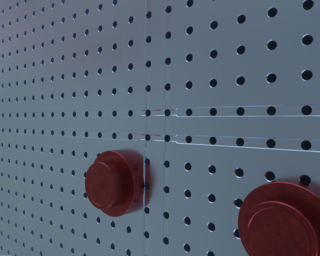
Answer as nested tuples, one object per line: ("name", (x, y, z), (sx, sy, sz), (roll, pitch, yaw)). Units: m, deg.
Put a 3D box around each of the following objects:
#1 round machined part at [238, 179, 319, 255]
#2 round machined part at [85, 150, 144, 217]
("round machined part", (0.120, 0.101, 0.298), (0.098, 0.042, 0.097), (0, 90, 39))
("round machined part", (-0.073, 0.082, 0.456), (0.098, 0.042, 0.097), (0, 90, 39))
